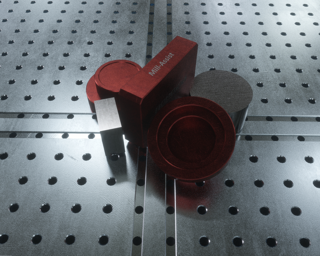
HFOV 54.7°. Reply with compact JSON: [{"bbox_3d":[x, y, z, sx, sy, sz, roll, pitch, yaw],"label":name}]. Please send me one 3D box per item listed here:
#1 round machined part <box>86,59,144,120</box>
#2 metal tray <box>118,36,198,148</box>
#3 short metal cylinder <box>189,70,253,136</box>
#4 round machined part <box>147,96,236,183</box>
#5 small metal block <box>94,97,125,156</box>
[{"bbox_3d":[-0.056,-0.061,0.441,0.099,0.042,0.098,0,50,0],"label":"round machined part"},{"bbox_3d":[0.002,-0.047,0.400,0.030,0.089,0.130,26,55,20],"label":"metal tray"},{"bbox_3d":[0.078,-0.032,0.414,0.081,0.050,0.080,0,50,0],"label":"short metal cylinder"},{"bbox_3d":[0.038,0.016,0.364,0.098,0.042,0.098,-3,71,10],"label":"round machined part"},{"bbox_3d":[-0.063,-0.001,0.386,0.025,0.050,0.050,-12,51,-10],"label":"small metal block"}]
